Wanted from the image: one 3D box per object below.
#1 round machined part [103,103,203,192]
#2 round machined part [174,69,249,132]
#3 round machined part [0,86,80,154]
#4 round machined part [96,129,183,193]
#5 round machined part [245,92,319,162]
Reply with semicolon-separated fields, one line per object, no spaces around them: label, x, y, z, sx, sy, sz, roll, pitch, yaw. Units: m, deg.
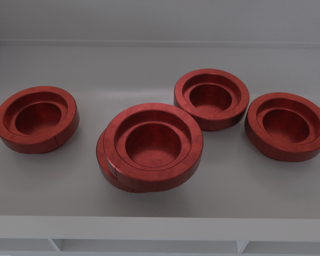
round machined part;-0.007;0.023;0.320;0.099;0.042;0.098;0;50;0
round machined part;0.068;-0.034;0.423;0.099;0.042;0.098;0;50;0
round machined part;-0.153;-0.006;0.398;0.099;0.042;0.098;0;50;0
round machined part;-0.023;0.034;0.365;0.099;0.042;0.098;0;50;0
round machined part;0.156;0.003;0.392;0.099;0.042;0.098;0;50;0
